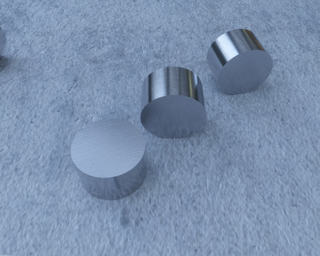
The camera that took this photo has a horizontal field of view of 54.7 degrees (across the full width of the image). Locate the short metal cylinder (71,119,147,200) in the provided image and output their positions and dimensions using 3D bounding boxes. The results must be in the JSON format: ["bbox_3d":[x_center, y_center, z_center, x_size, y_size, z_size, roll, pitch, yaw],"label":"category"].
[{"bbox_3d":[-0.056,0.035,0.357,0.081,0.050,0.080,0,50,0],"label":"short metal cylinder"}]

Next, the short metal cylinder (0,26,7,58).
[{"bbox_3d":[-0.285,-0.129,0.472,0.081,0.080,0.050,-1,50,-1],"label":"short metal cylinder"}]

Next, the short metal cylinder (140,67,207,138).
[{"bbox_3d":[0.016,-0.031,0.394,0.081,0.080,0.050,0,50,-1],"label":"short metal cylinder"}]

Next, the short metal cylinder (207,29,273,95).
[{"bbox_3d":[0.114,-0.095,0.449,0.081,0.080,0.050,-9,51,-8],"label":"short metal cylinder"}]
